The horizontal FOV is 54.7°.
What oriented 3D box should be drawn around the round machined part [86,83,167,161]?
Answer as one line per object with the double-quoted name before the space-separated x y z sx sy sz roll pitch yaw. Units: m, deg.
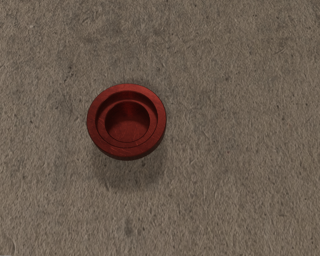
"round machined part" -0.041 -0.005 0.400 0.099 0.042 0.098 0 70 -1
